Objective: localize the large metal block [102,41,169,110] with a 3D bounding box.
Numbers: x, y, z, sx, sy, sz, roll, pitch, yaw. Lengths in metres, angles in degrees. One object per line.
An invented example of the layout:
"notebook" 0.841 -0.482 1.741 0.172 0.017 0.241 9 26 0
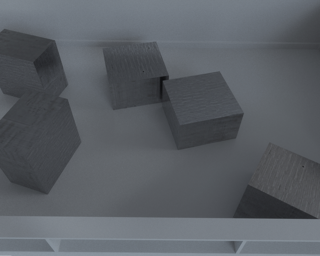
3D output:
"large metal block" -0.036 -0.078 0.454 0.081 0.050 0.080 -10 51 -9

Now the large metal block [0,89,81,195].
"large metal block" -0.139 0.016 0.354 0.050 0.080 0.080 15 52 12

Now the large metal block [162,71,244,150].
"large metal block" 0.052 -0.024 0.410 0.081 0.050 0.080 -11 51 -10

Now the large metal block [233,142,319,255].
"large metal block" 0.133 0.070 0.319 0.080 0.050 0.080 25 39 20

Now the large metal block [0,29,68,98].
"large metal block" -0.187 -0.084 0.438 0.080 0.080 0.050 15 52 12
